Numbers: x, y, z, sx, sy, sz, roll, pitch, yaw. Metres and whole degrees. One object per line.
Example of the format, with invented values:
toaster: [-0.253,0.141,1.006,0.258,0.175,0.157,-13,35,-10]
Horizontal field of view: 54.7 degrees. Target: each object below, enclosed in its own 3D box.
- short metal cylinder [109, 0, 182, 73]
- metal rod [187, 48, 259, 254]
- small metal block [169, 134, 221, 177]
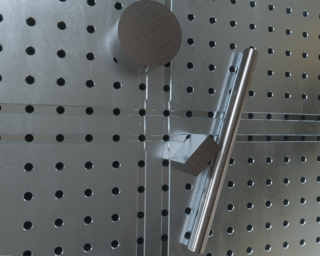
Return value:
short metal cylinder: [-0.019,-0.113,0.393,0.081,0.050,0.079,0,90,-21]
metal rod: [0.093,0.028,0.448,0.025,0.025,0.299,19,84,-20]
small metal block: [0.046,0.035,0.418,0.025,0.050,0.050,46,76,-15]
